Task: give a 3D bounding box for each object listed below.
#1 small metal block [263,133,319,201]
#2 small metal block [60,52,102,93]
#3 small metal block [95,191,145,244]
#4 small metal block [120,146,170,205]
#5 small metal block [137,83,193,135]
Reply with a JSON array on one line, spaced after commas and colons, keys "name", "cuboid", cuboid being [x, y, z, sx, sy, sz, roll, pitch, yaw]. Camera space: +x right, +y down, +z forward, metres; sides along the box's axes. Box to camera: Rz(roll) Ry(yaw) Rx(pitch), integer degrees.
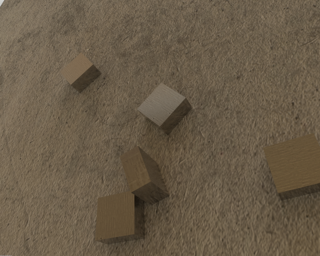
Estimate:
[{"name": "small metal block", "cuboid": [0.137, 0.039, 0.308, 0.050, 0.025, 0.050, -19, 54, 17]}, {"name": "small metal block", "cuboid": [-0.137, -0.096, 0.535, 0.050, 0.025, 0.050, -43, 51, -2]}, {"name": "small metal block", "cuboid": [-0.046, 0.105, 0.364, 0.050, 0.025, 0.050, -16, 55, 19]}, {"name": "small metal block", "cuboid": [-0.018, 0.056, 0.363, 0.025, 0.050, 0.050, -31, 52, 9]}, {"name": "small metal block", "cuboid": [0.006, -0.026, 0.417, 0.050, 0.025, 0.050, -48, 51, -6]}]
